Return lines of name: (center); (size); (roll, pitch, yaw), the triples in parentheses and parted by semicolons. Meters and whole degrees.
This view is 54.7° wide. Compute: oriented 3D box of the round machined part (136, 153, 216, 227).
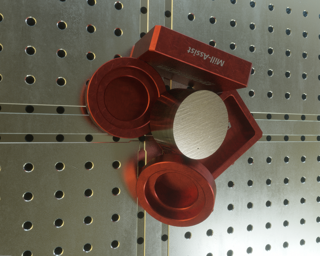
round machined part: (0.023, 0.074, 0.395); (0.098, 0.042, 0.097); (7, 117, 14)

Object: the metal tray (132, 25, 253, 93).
metal tray: (0.037, -0.081, 0.392); (0.131, 0.090, 0.030); (16, 85, -20)

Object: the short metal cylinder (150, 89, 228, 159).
short metal cylinder: (0.035, -0.007, 0.374); (0.081, 0.050, 0.079); (-7, 102, -31)

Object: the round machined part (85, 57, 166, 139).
round machined part: (-0.044, -0.036, 0.388); (0.099, 0.042, 0.097); (0, 90, -21)

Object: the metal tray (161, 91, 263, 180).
metal tray: (0.073, 0.013, 0.438); (0.131, 0.030, 0.090); (-38, 103, -16)
